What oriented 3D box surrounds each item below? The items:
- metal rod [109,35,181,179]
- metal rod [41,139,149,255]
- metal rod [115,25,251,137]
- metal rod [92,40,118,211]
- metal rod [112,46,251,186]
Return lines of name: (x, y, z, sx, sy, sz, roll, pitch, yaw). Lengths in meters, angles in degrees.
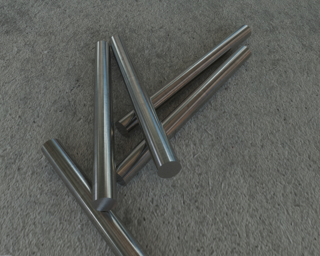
metal rod: (-0.032, -0.052, 0.417, 0.025, 0.025, 0.300, -13, 42, -10)
metal rod: (-0.039, 0.112, 0.308, 0.025, 0.025, 0.300, -32, 57, -24)
metal rod: (0.050, -0.084, 0.474, 0.025, 0.025, 0.302, 34, 58, 25)
metal rod: (-0.075, -0.029, 0.411, 0.025, 0.025, 0.300, -6, 45, -5)
metal rod: (0.045, -0.033, 0.430, 0.025, 0.025, 0.301, 31, 56, 23)
